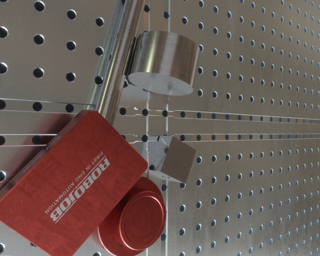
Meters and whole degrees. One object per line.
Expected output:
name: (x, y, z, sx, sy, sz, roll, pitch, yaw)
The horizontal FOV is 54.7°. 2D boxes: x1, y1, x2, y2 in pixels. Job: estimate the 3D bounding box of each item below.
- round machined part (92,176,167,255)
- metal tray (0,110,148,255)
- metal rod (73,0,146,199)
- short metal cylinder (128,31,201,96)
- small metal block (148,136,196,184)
round machined part: (-0.031, 0.107, 0.374, 0.099, 0.042, 0.097, 0, 90, -40)
metal tray: (-0.086, 0.056, 0.315, 0.130, 0.030, 0.090, -49, 115, -17)
metal rod: (-0.052, -0.065, 0.366, 0.025, 0.025, 0.299, 22, 76, -38)
short metal cylinder: (0.006, -0.076, 0.380, 0.080, 0.080, 0.050, 19, 78, -39)
small metal block: (0.018, 0.044, 0.427, 0.050, 0.025, 0.050, 31, 70, -36)
